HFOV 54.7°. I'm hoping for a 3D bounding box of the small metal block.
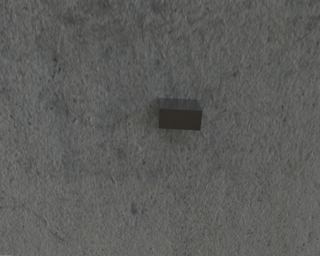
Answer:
[{"bbox_3d":[0.024,-0.018,0.390,0.050,0.050,0.025,3,110,-2],"label":"small metal block"}]
